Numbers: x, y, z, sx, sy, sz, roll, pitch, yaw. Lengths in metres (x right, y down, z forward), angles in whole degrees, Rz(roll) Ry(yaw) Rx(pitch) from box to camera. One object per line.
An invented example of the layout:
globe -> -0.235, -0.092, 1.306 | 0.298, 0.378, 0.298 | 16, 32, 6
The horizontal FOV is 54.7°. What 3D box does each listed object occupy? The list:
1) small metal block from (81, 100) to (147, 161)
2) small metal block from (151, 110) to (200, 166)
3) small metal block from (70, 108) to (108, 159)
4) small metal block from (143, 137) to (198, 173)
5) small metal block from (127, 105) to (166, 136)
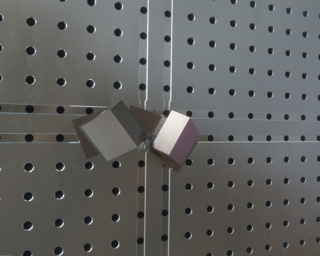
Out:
small metal block -> -0.052, 0.004, 0.351 | 0.050, 0.050, 0.025 | 55, 35, -12
small metal block -> 0.020, 0.014, 0.380 | 0.050, 0.025, 0.050 | -60, 152, -11
small metal block -> -0.077, 0.006, 0.385 | 0.050, 0.025, 0.050 | -21, 97, -19
small metal block -> 0.015, 0.024, 0.419 | 0.050, 0.025, 0.050 | 37, 78, -17
small metal block -> -0.024, -0.008, 0.391 | 0.050, 0.050, 0.025 | 20, 84, -19
